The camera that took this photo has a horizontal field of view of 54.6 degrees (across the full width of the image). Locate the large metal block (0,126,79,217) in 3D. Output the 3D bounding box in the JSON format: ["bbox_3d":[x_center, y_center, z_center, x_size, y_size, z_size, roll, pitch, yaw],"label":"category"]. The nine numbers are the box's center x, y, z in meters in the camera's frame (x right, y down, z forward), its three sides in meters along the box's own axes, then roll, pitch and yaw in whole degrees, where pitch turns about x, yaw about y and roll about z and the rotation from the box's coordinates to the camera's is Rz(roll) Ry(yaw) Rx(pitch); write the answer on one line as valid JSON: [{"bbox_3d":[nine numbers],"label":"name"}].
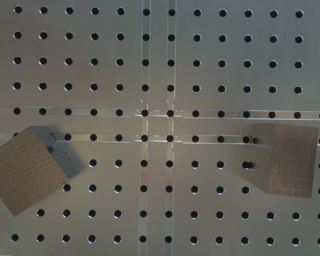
[{"bbox_3d":[-0.167,0.052,0.400,0.080,0.050,0.080,-35,90,0],"label":"large metal block"}]

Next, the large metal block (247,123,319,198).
[{"bbox_3d":[0.149,0.036,0.387,0.050,0.080,0.080,6,90,0],"label":"large metal block"}]
